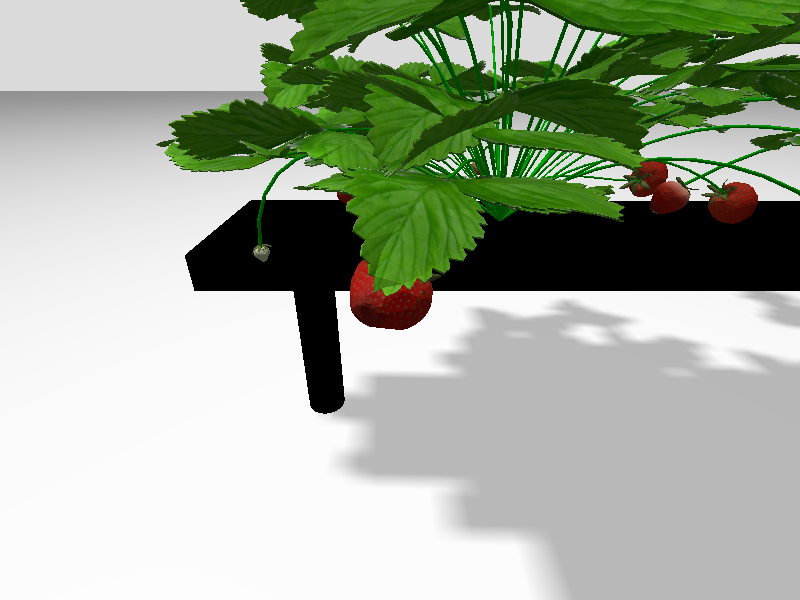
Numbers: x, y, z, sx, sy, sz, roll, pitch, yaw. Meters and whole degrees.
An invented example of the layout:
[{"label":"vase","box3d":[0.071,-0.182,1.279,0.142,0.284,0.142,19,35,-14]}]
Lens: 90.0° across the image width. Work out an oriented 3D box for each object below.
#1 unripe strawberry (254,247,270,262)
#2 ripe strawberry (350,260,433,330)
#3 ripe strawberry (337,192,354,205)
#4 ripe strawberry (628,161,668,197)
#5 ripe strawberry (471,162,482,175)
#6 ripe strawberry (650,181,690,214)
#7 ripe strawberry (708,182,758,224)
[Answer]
[{"label":"unripe strawberry","box3d":[-0.086,-0.029,0.250,0.010,0.010,0.011,-18,34,-29]},{"label":"ripe strawberry","box3d":[-0.007,-0.003,0.199,0.043,0.037,0.043,15,33,25]},{"label":"ripe strawberry","box3d":[-0.044,-0.102,0.383,0.031,0.031,0.035,6,30,13]},{"label":"ripe strawberry","box3d":[0.264,-0.129,0.422,0.038,0.040,0.035,-12,32,-22]},{"label":"ripe strawberry","box3d":[0.102,-0.173,0.526,0.019,0.020,0.020,2,-18,3]},{"label":"ripe strawberry","box3d":[0.252,-0.094,0.377,0.030,0.031,0.029,37,26,-14]},{"label":"ripe strawberry","box3d":[0.295,-0.084,0.354,0.035,0.035,0.033,31,25,-16]}]
